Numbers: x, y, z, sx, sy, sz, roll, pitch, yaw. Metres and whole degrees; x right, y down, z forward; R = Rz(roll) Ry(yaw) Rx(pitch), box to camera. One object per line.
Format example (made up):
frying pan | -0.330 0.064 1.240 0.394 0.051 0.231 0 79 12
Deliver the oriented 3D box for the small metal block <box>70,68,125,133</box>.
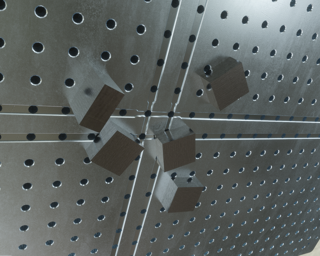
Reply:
small metal block | -0.070 -0.031 0.337 0.025 0.050 0.050 26 104 -37

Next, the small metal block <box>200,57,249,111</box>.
small metal block | 0.089 -0.060 0.422 0.050 0.025 0.050 -33 129 -7

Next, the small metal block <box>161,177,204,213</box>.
small metal block | 0.036 0.107 0.496 0.050 0.025 0.050 5 116 -31

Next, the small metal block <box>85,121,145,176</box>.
small metal block | -0.057 0.027 0.396 0.050 0.025 0.050 -48 129 6

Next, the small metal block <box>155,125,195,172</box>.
small metal block | 0.022 0.029 0.440 0.050 0.025 0.050 -17 125 -19
